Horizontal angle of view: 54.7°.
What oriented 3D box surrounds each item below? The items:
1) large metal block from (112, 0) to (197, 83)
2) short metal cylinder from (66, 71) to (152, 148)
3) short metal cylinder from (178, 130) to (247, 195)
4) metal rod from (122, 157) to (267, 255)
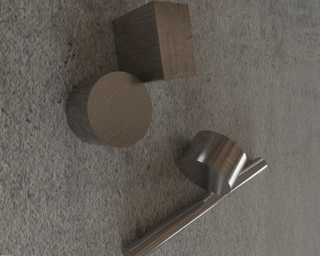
[{"bbox_3d":[-0.008,-0.095,0.364,0.050,0.080,0.079,-14,99,-40],"label":"large metal block"},{"bbox_3d":[-0.056,-0.019,0.343,0.081,0.050,0.079,0,90,-40],"label":"short metal cylinder"},{"bbox_3d":[0.072,0.049,0.432,0.080,0.080,0.050,51,60,-28],"label":"short metal cylinder"},{"bbox_3d":[0.072,0.110,0.467,0.302,0.025,0.025,-23,105,-38],"label":"metal rod"}]
